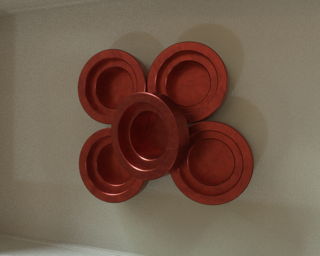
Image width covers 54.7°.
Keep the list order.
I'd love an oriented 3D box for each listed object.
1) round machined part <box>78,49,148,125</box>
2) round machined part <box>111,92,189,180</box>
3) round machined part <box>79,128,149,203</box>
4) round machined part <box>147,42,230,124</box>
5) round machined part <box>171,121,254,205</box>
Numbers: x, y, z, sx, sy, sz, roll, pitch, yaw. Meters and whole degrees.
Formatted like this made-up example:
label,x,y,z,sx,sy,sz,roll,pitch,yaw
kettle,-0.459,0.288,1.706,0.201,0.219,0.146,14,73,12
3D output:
label,x,y,z,sx,sy,sz,roll,pitch,yaw
round machined part,-0.057,-0.053,0.419,0.098,0.042,0.097,0,90,19
round machined part,-0.007,0.008,0.356,0.098,0.042,0.097,5,98,37
round machined part,-0.056,0.048,0.418,0.098,0.042,0.097,0,90,19
round machined part,0.037,-0.054,0.386,0.098,0.042,0.097,0,90,19
round machined part,0.064,0.040,0.377,0.098,0.042,0.097,0,90,19
